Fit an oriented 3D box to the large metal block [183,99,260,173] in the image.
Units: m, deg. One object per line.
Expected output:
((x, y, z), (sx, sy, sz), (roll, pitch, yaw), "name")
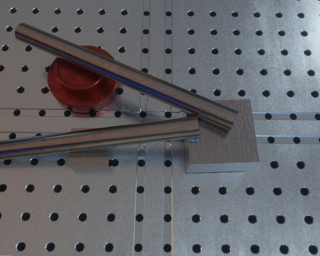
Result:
((0.073, 0.011, 0.392), (0.081, 0.050, 0.080), (-2, 70, -1), "large metal block")

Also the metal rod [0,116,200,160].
((-0.104, 0.016, 0.375), (0.301, 0.025, 0.025), (-7, 70, 8), "metal rod")

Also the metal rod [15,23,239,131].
((-0.049, -0.068, 0.385), (0.301, 0.025, 0.025), (24, 72, 11), "metal rod")

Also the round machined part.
((-0.106, -0.074, 0.428), (0.099, 0.042, 0.098), (0, 70, -1), "round machined part")

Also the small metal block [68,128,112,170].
((-0.089, 0.028, 0.401), (0.050, 0.025, 0.050), (0, 70, -1), "small metal block")
